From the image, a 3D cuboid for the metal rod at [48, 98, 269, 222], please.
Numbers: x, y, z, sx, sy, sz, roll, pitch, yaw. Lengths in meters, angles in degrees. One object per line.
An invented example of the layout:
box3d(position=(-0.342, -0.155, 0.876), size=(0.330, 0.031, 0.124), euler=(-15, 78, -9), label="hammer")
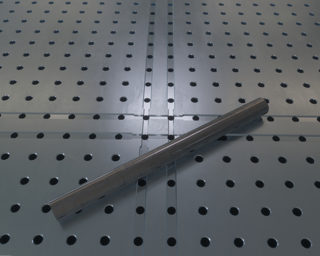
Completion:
box3d(position=(0.014, 0.029, 0.383), size=(0.302, 0.025, 0.025), euler=(-25, 54, -20), label="metal rod")
